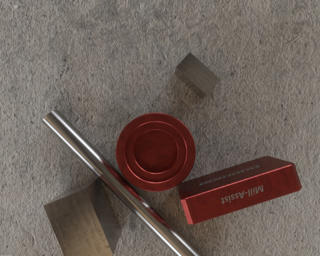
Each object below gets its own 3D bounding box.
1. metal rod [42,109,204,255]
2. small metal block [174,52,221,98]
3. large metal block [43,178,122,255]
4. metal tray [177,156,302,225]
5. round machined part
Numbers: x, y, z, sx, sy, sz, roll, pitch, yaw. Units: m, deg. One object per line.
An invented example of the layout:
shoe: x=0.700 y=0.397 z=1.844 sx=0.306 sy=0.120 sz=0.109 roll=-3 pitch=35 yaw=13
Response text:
metal rod: x=-0.039 y=0.090 z=0.409 sx=0.025 sy=0.025 sz=0.300 roll=-45 pitch=90 yaw=0
small metal block: x=0.046 y=-0.066 z=0.398 sx=0.050 sy=0.050 sz=0.025 roll=42 pitch=90 yaw=0
large metal block: x=-0.090 y=0.113 z=0.382 sx=0.050 sy=0.080 sz=0.080 roll=-22 pitch=90 yaw=0
metal tray: x=0.089 y=0.071 z=0.378 sx=0.131 sy=0.090 sz=0.030 roll=-18 pitch=90 yaw=0
round machined part: x=-0.005 y=0.030 z=0.402 sx=0.099 sy=0.042 sz=0.097 roll=0 pitch=90 yaw=0
